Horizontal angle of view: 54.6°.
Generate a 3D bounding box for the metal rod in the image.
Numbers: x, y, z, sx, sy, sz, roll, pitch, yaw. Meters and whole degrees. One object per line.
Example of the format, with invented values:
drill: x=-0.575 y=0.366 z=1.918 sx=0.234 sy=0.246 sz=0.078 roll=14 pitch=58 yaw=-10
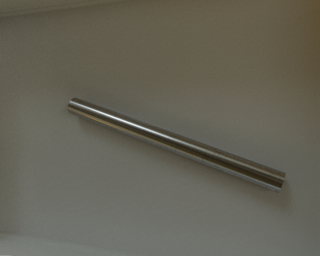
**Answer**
metal rod: x=0.007 y=0.016 z=0.406 sx=0.301 sy=0.025 sz=0.025 roll=20 pitch=97 yaw=19
